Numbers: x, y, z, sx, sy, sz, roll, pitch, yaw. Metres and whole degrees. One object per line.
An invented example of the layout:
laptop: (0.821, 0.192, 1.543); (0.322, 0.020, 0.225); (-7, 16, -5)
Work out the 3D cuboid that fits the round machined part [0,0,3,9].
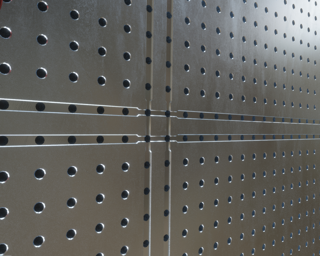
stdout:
round machined part: (-0.179, -0.121, 0.247); (0.099, 0.042, 0.097); (0, 90, -40)
